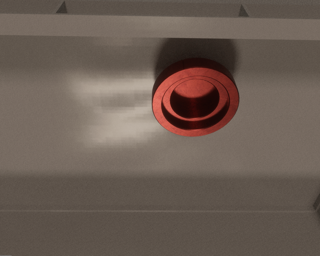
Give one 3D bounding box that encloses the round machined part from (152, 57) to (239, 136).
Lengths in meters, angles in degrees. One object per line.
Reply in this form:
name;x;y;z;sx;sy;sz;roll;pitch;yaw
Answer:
round machined part;0.040;-0.040;0.365;0.099;0.042;0.097;-1;130;0
